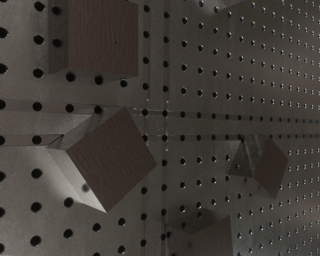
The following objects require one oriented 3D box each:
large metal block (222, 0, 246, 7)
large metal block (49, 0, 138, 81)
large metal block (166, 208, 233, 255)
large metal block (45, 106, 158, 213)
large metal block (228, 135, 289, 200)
[{"bbox_3d":[0.121,-0.259,0.496,0.080,0.050,0.080,42,65,-33],"label":"large metal block"},{"bbox_3d":[-0.071,-0.097,0.335,0.081,0.050,0.079,0,90,-40],"label":"large metal block"},{"bbox_3d":[0.059,0.171,0.445,0.081,0.050,0.079,-10,96,-40],"label":"large metal block"},{"bbox_3d":[-0.062,0.032,0.343,0.080,0.050,0.080,-41,115,-32],"label":"large metal block"},{"bbox_3d":[0.174,0.068,0.542,0.080,0.050,0.080,41,65,-33],"label":"large metal block"}]
